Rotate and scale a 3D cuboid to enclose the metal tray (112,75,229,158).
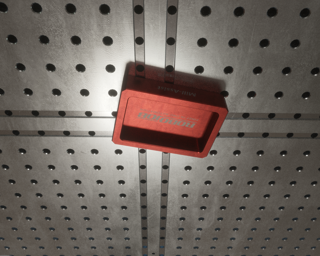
[{"bbox_3d":[0.010,-0.011,0.399,0.131,0.030,0.089,10,130,-9],"label":"metal tray"}]
